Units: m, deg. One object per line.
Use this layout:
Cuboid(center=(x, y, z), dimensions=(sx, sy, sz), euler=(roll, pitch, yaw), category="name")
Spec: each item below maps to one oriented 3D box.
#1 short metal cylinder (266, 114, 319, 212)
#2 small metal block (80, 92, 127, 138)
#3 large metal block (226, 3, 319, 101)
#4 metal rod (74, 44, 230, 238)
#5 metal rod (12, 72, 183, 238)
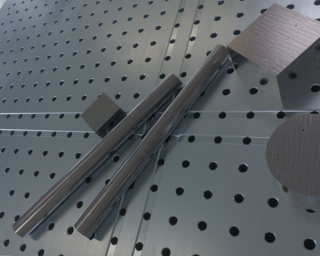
Cuboid(center=(0.147, 0.033, 0.295), dimensions=(0.080, 0.050, 0.080), euler=(-13, 56, 21), category="short metal cylinder")
Cuboid(center=(-0.083, -0.018, 0.463), dimensions=(0.050, 0.025, 0.050), euler=(-45, 51, -4), category="small metal block")
Cuboid(center=(0.143, -0.093, 0.374), dimensions=(0.080, 0.050, 0.080), euler=(-42, 51, -1), category="large metal block")
Cuboid(center=(-0.004, 0.010, 0.404), dimensions=(0.025, 0.025, 0.300), euler=(31, 79, 38), category="metal rod")
Cuboid(center=(-0.084, 0.035, 0.430), dimensions=(0.300, 0.025, 0.025), euler=(-44, 51, -3), category="metal rod")
